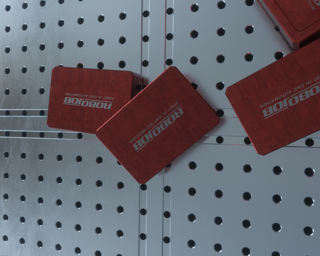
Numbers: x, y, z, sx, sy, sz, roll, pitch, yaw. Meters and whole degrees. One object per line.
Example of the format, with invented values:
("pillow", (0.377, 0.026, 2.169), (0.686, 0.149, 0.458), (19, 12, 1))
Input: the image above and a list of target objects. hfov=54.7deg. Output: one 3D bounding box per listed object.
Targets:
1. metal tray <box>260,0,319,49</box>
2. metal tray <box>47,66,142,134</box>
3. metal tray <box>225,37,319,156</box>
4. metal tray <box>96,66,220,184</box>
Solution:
("metal tray", (0.157, -0.166, 0.345), (0.090, 0.030, 0.130), (-33, 75, 19))
("metal tray", (-0.095, -0.038, 0.442), (0.130, 0.030, 0.089), (7, 92, 19))
("metal tray", (0.154, -0.035, 0.356), (0.130, 0.030, 0.090), (-29, 81, 17))
("metal tray", (-0.003, -0.003, 0.391), (0.130, 0.030, 0.090), (-40, 94, 9))
